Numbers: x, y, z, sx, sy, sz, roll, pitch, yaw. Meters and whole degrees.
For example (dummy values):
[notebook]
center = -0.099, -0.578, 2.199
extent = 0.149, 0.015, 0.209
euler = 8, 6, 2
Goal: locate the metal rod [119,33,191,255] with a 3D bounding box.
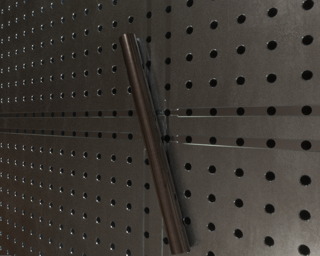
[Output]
[metal rod]
center = -0.010, 0.012, 0.415
extent = 0.025, 0.025, 0.299
euler = -23, 75, 37
